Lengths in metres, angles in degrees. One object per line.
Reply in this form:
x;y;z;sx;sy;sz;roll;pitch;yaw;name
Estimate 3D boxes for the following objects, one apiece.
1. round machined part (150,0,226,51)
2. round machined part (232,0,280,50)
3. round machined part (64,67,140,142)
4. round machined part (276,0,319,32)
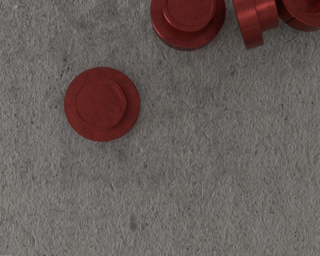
0.037;-0.153;0.401;0.099;0.042;0.097;0;90;0;round machined part
0.113;-0.147;0.370;0.042;0.098;0.097;-15;90;20;round machined part
-0.076;-0.031;0.401;0.099;0.042;0.097;0;90;0;round machined part
0.186;-0.171;0.397;0.099;0.042;0.097;0;88;-10;round machined part
